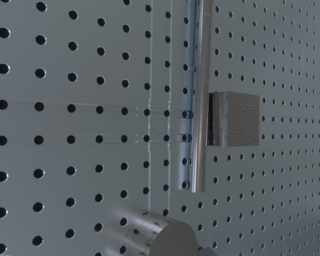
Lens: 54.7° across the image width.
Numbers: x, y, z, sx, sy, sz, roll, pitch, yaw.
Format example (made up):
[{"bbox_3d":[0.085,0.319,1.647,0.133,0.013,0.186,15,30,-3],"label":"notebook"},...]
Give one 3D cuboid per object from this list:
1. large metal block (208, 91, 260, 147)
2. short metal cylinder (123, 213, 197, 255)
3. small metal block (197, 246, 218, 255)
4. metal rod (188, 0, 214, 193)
[{"bbox_3d":[0.111,-0.013,0.486,0.081,0.050,0.080,1,90,-40],"label":"large metal block"},{"bbox_3d":[0.001,0.154,0.394,0.081,0.050,0.080,0,90,-40],"label":"short metal cylinder"},{"bbox_3d":[0.067,0.204,0.445,0.050,0.050,0.025,-2,117,-40],"label":"small metal block"},{"bbox_3d":[0.061,-0.056,0.459,0.025,0.025,0.298,5,87,-40],"label":"metal rod"}]
